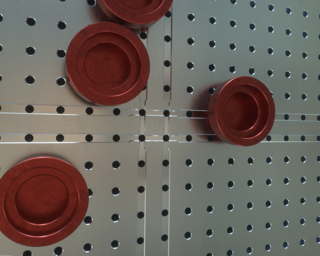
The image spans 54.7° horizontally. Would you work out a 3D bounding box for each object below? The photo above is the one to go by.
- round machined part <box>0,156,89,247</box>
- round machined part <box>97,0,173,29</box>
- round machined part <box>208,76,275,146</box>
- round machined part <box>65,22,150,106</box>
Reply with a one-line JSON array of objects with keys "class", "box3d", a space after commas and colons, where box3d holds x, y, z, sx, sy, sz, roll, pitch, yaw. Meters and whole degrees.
[{"class": "round machined part", "box3d": [-0.134, 0.080, 0.354, 0.099, 0.042, 0.097, 0, 90, -21]}, {"class": "round machined part", "box3d": [-0.035, -0.174, 0.391, 0.099, 0.042, 0.097, 0, 90, -21]}, {"class": "round machined part", "box3d": [0.112, -0.023, 0.447, 0.099, 0.042, 0.097, 0, 90, -21]}, {"class": "round machined part", "box3d": [-0.065, -0.075, 0.380, 0.099, 0.042, 0.097, 0, 90, -21]}]
